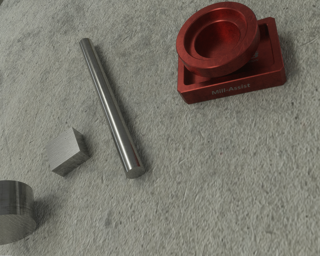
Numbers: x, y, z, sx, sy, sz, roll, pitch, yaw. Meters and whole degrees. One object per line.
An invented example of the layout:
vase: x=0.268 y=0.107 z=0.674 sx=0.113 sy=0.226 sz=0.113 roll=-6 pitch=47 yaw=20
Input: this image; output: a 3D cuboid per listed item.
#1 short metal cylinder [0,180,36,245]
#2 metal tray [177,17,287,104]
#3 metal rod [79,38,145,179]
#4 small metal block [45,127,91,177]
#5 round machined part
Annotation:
short metal cylinder: x=-0.209 y=0.113 z=0.409 sx=0.080 sy=0.080 sz=0.050 roll=-31 pitch=52 yaw=8
metal tray: x=0.090 y=-0.087 z=0.406 sx=0.130 sy=0.030 sz=0.090 roll=-10 pitch=57 yaw=22
metal rod: x=-0.083 y=-0.050 z=0.477 sx=0.025 sy=0.025 sz=0.300 roll=-32 pitch=52 yaw=7
small metal block: x=-0.136 y=0.035 z=0.454 sx=0.050 sy=0.025 sz=0.050 roll=-35 pitch=51 yaw=5
round machined part: x=0.073 y=-0.103 z=0.382 sx=0.098 sy=0.042 sz=0.098 roll=-12 pitch=60 yaw=22
